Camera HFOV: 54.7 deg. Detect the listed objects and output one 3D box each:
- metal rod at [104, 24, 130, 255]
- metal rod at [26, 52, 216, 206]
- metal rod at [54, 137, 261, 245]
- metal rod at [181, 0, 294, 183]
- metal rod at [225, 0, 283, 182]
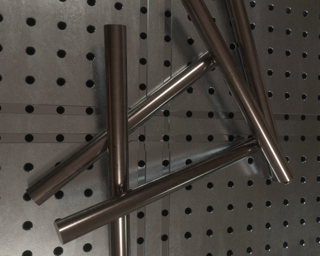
[{"bbox_3d":[-0.050,0.033,0.370,0.025,0.025,0.298,-4,101,-20],"label":"metal rod"},{"bbox_3d":[-0.035,-0.011,0.400,0.301,0.025,0.025,-39,103,-16],"label":"metal rod"},{"bbox_3d":[0.020,0.066,0.392,0.302,0.025,0.025,-18,97,-30],"label":"metal rod"},{"bbox_3d":[0.110,-0.052,0.427,0.025,0.025,0.299,-35,102,-17],"label":"metal rod"},{"bbox_3d":[0.146,-0.063,0.468,0.025,0.025,0.298,-19,97,-19],"label":"metal rod"}]
